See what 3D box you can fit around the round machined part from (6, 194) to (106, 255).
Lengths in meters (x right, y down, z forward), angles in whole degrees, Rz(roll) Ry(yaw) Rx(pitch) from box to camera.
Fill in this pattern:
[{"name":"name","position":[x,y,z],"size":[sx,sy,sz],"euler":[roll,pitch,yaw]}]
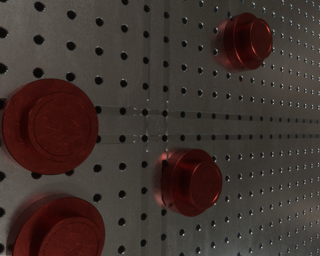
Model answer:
[{"name":"round machined part","position":[-0.099,0.120,0.317],"size":[0.099,0.042,0.097],"euler":[0,90,-40]}]

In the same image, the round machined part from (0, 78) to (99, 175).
[{"name":"round machined part","position":[-0.105,-0.001,0.311],"size":[0.099,0.042,0.097],"euler":[0,90,-40]}]

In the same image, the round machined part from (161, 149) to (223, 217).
[{"name":"round machined part","position":[0.052,0.079,0.445],"size":[0.099,0.042,0.097],"euler":[0,90,-40]}]

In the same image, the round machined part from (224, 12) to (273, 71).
[{"name":"round machined part","position":[0.158,-0.149,0.533],"size":[0.099,0.042,0.097],"euler":[0,90,-40]}]
